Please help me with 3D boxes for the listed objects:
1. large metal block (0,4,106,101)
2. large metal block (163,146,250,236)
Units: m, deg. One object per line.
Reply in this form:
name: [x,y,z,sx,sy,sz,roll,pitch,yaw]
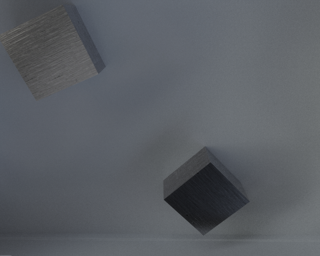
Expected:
large metal block: [-0.122,-0.089,0.364,0.080,0.050,0.080,-22,109,8]
large metal block: [0.062,0.087,0.430,0.080,0.050,0.080,-41,105,13]
